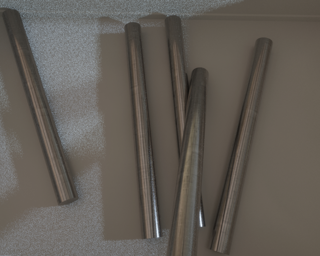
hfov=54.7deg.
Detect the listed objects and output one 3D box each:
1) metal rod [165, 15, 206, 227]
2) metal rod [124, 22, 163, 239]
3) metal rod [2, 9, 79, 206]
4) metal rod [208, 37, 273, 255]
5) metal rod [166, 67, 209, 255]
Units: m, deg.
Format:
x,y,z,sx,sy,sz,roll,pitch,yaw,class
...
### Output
x,y,z,sx,sy,sz,roll,pitch,yaw,class
0.031,-0.022,0.418,0.025,0.025,0.299,-4,70,-2,metal rod
-0.025,-0.011,0.413,0.025,0.025,0.299,-6,70,-2,metal rod
-0.168,-0.041,0.422,0.025,0.025,0.299,-21,72,-8,metal rod
0.111,0.009,0.407,0.025,0.025,0.299,16,71,5,metal rod
0.035,0.028,0.334,0.025,0.025,0.300,9,45,3,metal rod
